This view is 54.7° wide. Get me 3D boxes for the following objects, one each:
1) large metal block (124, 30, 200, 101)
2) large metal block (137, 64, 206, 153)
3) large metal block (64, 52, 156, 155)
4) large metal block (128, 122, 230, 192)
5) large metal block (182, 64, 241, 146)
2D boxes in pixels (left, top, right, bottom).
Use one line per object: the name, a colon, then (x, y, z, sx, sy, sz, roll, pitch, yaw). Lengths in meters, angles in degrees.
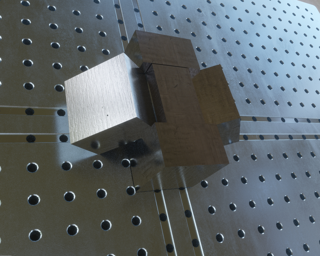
large metal block: (-0.006, -0.079, 0.418, 0.081, 0.080, 0.050, 1, 62, -28)
large metal block: (0.004, -0.021, 0.388, 0.050, 0.080, 0.080, 1, 61, -28)
large metal block: (-0.056, -0.025, 0.351, 0.050, 0.080, 0.080, 37, 36, -59)
large metal block: (0.018, 0.035, 0.361, 0.081, 0.080, 0.050, 1, 62, -28)
large metal block: (0.070, -0.025, 0.416, 0.050, 0.080, 0.080, -16, 64, 6)
